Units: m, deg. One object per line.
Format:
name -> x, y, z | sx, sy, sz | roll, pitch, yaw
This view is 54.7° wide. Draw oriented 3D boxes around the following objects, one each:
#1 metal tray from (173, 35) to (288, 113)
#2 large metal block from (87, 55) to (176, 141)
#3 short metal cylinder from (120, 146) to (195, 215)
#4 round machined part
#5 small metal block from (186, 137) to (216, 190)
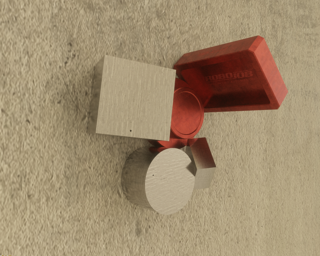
metal tray -> 0.090, -0.065, 0.414 | 0.030, 0.130, 0.090 | -52, 121, -28
large metal block -> -0.033, -0.029, 0.348 | 0.081, 0.050, 0.080 | 7, 85, -23
short metal cylinder -> -0.002, 0.064, 0.391 | 0.081, 0.050, 0.079 | 0, 90, -40
round machined part -> 0.021, -0.019, 0.416 | 0.099, 0.042, 0.097 | 0, 90, -40
small metal block -> 0.053, 0.049, 0.422 | 0.025, 0.050, 0.050 | -5, 139, -10
